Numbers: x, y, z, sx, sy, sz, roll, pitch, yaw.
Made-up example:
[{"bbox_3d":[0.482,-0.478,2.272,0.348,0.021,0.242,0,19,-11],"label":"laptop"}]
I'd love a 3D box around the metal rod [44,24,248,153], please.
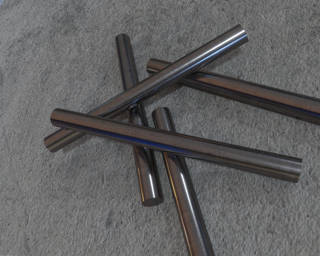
[{"bbox_3d":[-0.025,-0.048,0.412,0.300,0.025,0.025,-29,52,9],"label":"metal rod"}]

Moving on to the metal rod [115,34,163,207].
[{"bbox_3d":[-0.036,-0.033,0.443,0.025,0.025,0.299,-24,53,14],"label":"metal rod"}]

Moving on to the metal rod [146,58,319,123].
[{"bbox_3d":[0.100,-0.046,0.379,0.300,0.025,0.025,23,74,36],"label":"metal rod"}]

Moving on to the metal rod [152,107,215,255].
[{"bbox_3d":[0.033,0.097,0.327,0.025,0.025,0.299,-25,53,13],"label":"metal rod"}]

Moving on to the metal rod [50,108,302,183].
[{"bbox_3d":[0.000,0.014,0.359,0.301,0.025,0.025,12,67,21],"label":"metal rod"}]
